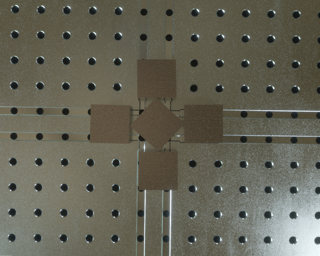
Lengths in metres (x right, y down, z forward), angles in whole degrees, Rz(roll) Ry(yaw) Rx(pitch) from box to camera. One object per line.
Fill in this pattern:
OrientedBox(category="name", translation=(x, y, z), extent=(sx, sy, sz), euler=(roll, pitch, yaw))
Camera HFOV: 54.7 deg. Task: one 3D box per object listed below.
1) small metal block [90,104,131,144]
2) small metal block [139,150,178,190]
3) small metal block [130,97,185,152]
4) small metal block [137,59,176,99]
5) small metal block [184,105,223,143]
OrientedBox(category="small metal block", translation=(-0.065, -0.005, 0.412), extent=(0.050, 0.025, 0.050), euler=(1, 90, -1))
OrientedBox(category="small metal block", translation=(-0.002, 0.056, 0.413), extent=(0.050, 0.025, 0.050), euler=(0, 90, -1))
OrientedBox(category="small metal block", translation=(-0.004, -0.005, 0.413), extent=(0.050, 0.025, 0.050), euler=(42, 90, -1))
OrientedBox(category="small metal block", translation=(-0.004, -0.064, 0.413), extent=(0.050, 0.025, 0.050), euler=(-1, 90, -1))
OrientedBox(category="small metal block", translation=(0.057, -0.005, 0.414), extent=(0.050, 0.025, 0.050), euler=(0, 90, -1))
